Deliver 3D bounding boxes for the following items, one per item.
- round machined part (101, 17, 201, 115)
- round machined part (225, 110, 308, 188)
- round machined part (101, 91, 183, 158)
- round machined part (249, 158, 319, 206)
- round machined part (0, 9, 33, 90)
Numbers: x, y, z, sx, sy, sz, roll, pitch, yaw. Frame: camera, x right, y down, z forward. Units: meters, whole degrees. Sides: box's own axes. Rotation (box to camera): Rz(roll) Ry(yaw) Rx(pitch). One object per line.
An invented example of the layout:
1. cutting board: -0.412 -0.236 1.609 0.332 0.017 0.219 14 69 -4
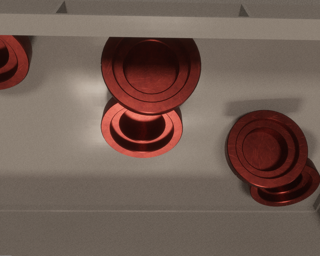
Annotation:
1. round machined part: -0.010 -0.061 0.323 0.099 0.097 0.042 0 175 -4
2. round machined part: 0.133 0.029 0.401 0.099 0.098 0.042 -3 166 2
3. round machined part: -0.022 -0.011 0.388 0.099 0.042 0.097 -1 130 0
4. round machined part: 0.180 0.071 0.461 0.099 0.042 0.097 -1 130 0
5. round machined part: -0.181 -0.086 0.312 0.099 0.042 0.097 -5 144 -3
